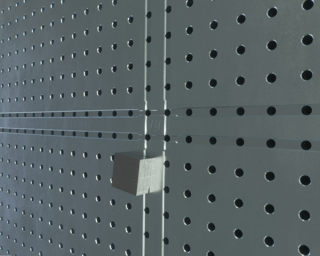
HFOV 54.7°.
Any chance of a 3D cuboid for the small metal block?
[{"bbox_3d":[-0.040,0.064,0.441,0.050,0.025,0.050,10,97,39],"label":"small metal block"}]
